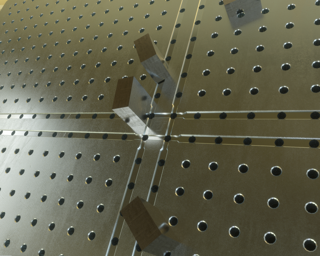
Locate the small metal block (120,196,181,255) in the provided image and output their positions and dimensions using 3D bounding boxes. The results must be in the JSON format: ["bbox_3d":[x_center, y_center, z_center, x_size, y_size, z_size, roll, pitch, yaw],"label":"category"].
[{"bbox_3d":[-0.010,0.107,0.333,0.025,0.050,0.050,-41,51,1],"label":"small metal block"}]

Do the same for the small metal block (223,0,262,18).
[{"bbox_3d":[0.120,-0.202,0.470,0.050,0.025,0.050,-18,55,17],"label":"small metal block"}]

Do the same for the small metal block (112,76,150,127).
[{"bbox_3d":[-0.039,-0.036,0.436,0.025,0.050,0.050,-8,58,24],"label":"small metal block"}]

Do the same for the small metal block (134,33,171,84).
[{"bbox_3d":[-0.011,-0.103,0.463,0.025,0.050,0.050,-27,52,12],"label":"small metal block"}]
